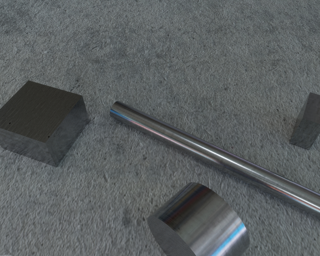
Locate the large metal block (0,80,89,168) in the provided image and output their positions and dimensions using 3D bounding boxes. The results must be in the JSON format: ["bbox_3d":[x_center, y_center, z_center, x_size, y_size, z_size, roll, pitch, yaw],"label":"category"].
[{"bbox_3d":[-0.149,-0.007,0.392,0.080,0.050,0.080,16,52,13],"label":"large metal block"}]

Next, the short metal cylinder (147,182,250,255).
[{"bbox_3d":[0.034,0.098,0.286,0.050,0.080,0.080,-35,59,-26],"label":"short metal cylinder"}]

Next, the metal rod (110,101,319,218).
[{"bbox_3d":[0.067,0.035,0.374,0.301,0.025,0.025,25,54,19],"label":"metal rod"}]

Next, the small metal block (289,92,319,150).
[{"bbox_3d":[0.191,-0.008,0.396,0.025,0.050,0.050,21,53,17],"label":"small metal block"}]
